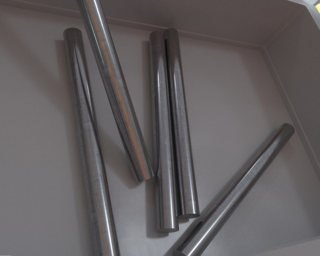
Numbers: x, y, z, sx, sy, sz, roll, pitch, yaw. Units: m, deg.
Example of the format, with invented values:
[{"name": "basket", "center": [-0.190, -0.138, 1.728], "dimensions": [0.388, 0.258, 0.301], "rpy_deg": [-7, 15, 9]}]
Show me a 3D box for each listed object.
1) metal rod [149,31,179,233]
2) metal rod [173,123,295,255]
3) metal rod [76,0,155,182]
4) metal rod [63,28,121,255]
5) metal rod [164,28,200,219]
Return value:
[{"name": "metal rod", "center": [0.002, -0.016, 0.417], "dimensions": [0.025, 0.025, 0.299], "rpy_deg": [11, 57, -23]}, {"name": "metal rod", "center": [0.119, 0.072, 0.427], "dimensions": [0.025, 0.025, 0.302], "rpy_deg": [49, 51, 6]}, {"name": "metal rod", "center": [-0.062, -0.083, 0.349], "dimensions": [0.025, 0.025, 0.298], "rpy_deg": [-21, 97, -36]}, {"name": "metal rod", "center": [-0.083, 0.005, 0.358], "dimensions": [0.025, 0.025, 0.299], "rpy_deg": [-1, 62, -29]}, {"name": "metal rod", "center": [0.026, -0.026, 0.437], "dimensions": [0.025, 0.025, 0.299], "rpy_deg": [11, 57, -23]}]
